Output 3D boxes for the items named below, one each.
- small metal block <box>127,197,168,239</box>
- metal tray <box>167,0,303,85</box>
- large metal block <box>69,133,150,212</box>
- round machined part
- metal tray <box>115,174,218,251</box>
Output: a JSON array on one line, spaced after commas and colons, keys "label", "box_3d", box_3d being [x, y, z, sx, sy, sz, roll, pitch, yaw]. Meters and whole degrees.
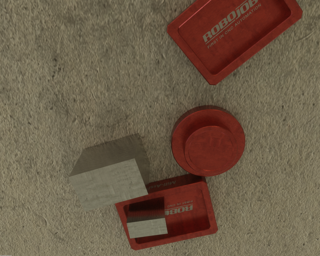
[{"label": "small metal block", "box_3d": [-0.017, 0.122, 0.428, 0.050, 0.050, 0.025, -8, 110, 2]}, {"label": "metal tray", "box_3d": [0.084, -0.124, 0.362, 0.130, 0.030, 0.090, -38, 106, 12]}, {"label": "large metal block", "box_3d": [-0.060, 0.054, 0.399, 0.080, 0.080, 0.050, -16, 110, 5]}, {"label": "round machined part", "box_3d": [0.064, 0.022, 0.410, 0.099, 0.042, 0.097, 0, 110, -1]}, {"label": "metal tray", "box_3d": [0.011, 0.122, 0.452, 0.131, 0.030, 0.089, -14, 110, 4]}]
